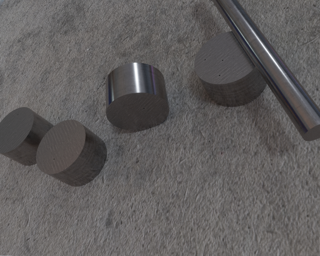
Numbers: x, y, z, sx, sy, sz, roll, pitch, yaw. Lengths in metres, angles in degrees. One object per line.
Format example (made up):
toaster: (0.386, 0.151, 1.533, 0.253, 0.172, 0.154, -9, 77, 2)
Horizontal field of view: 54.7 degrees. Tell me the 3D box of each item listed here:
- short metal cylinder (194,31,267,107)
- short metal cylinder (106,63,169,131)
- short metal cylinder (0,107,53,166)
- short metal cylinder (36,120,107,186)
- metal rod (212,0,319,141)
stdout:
short metal cylinder: (0.089, -0.073, 0.386, 0.080, 0.050, 0.080, -13, 56, 21)
short metal cylinder: (-0.031, -0.039, 0.409, 0.080, 0.080, 0.050, -20, 54, 17)
short metal cylinder: (-0.214, 0.014, 0.492, 0.080, 0.050, 0.080, -13, 56, 21)
short metal cylinder: (-0.122, 0.035, 0.430, 0.080, 0.050, 0.080, -13, 56, 21)
metal rod: (0.099, -0.111, 0.355, 0.025, 0.025, 0.299, -26, 52, 12)
